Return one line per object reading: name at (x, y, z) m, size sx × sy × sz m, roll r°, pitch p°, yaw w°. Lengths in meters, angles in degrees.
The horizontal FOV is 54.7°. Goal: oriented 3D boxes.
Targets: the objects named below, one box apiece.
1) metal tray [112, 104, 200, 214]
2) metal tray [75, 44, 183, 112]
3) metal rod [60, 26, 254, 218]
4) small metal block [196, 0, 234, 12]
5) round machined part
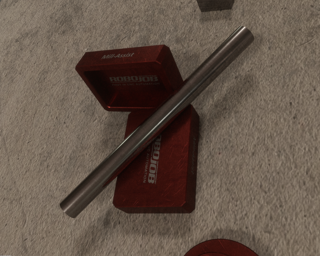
metal tray at (-0.002, 0.036, 0.378) m, size 0.090 × 0.030 × 0.130 m, roll -7°, pitch 59°, yaw 24°
metal tray at (-0.036, -0.061, 0.414) m, size 0.130 × 0.090 × 0.030 m, roll 3°, pitch 53°, yaw 29°
metal rod at (-0.001, -0.010, 0.369) m, size 0.300 × 0.025 × 0.025 m, roll -45°, pitch 51°, yaw -3°
small metal block at (0.091, -0.212, 0.485) m, size 0.050 × 0.025 × 0.050 m, roll 7°, pitch 65°, yaw 30°
round machined part at (0.053, 0.149, 0.273) m, size 0.098 × 0.042 × 0.098 m, roll -13°, pitch 56°, yaw 20°
